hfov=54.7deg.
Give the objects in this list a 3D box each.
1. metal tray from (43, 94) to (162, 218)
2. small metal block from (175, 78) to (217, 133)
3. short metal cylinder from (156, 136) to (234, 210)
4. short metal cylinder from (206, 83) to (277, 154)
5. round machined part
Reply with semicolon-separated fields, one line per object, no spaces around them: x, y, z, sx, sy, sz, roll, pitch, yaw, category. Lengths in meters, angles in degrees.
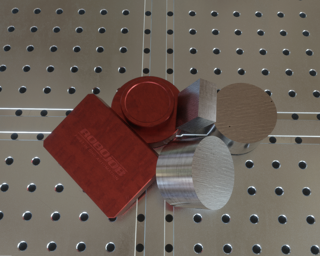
-0.068;0.032;0.381;0.130;0.030;0.090;44;91;13;metal tray
0.045;-0.026;0.385;0.025;0.050;0.050;16;67;-24;small metal block
0.042;0.051;0.354;0.050;0.080;0.080;-9;63;43;short metal cylinder
0.102;-0.011;0.400;0.081;0.050;0.080;0;70;0;short metal cylinder
-0.016;-0.026;0.408;0.099;0.042;0.098;0;70;0;round machined part
